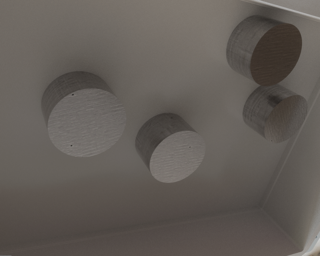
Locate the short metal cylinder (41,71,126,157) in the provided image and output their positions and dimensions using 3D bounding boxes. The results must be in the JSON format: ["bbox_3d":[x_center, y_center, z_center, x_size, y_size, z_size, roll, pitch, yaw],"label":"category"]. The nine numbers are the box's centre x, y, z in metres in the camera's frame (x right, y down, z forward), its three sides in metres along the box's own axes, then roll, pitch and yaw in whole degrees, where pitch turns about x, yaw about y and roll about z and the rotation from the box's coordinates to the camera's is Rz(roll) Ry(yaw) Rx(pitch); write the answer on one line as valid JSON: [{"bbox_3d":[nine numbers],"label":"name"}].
[{"bbox_3d":[-0.083,-0.015,0.337,0.081,0.050,0.079,-14,124,-21],"label":"short metal cylinder"}]

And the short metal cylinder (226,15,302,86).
[{"bbox_3d":[0.134,-0.101,0.403,0.081,0.050,0.079,-14,124,-21],"label":"short metal cylinder"}]

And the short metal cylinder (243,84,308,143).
[{"bbox_3d":[0.175,-0.024,0.473,0.081,0.050,0.079,-14,124,-21],"label":"short metal cylinder"}]

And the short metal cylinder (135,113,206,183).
[{"bbox_3d":[0.013,0.026,0.416,0.081,0.050,0.079,-14,124,-21],"label":"short metal cylinder"}]
